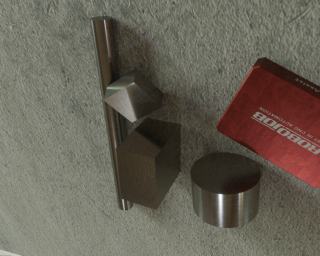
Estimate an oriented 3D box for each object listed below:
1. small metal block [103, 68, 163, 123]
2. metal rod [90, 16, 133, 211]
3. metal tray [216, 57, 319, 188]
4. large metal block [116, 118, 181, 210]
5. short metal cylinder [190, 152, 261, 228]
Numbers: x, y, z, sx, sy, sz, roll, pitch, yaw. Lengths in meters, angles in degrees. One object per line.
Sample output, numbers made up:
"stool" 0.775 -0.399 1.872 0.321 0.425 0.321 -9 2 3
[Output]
"small metal block" -0.032 -0.039 0.383 0.050 0.025 0.050 -25 131 31
"metal rod" -0.063 0.000 0.437 0.025 0.025 0.298 11 123 22
"metal tray" 0.138 -0.004 0.328 0.130 0.030 0.089 31 128 7
"large metal block" -0.011 0.044 0.403 0.050 0.080 0.079 12 124 21
"short metal cylinder" 0.079 0.073 0.374 0.080 0.080 0.050 7 121 24
